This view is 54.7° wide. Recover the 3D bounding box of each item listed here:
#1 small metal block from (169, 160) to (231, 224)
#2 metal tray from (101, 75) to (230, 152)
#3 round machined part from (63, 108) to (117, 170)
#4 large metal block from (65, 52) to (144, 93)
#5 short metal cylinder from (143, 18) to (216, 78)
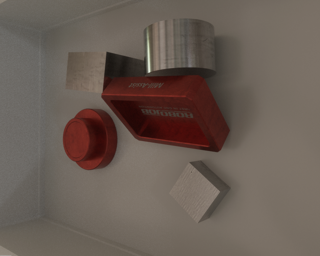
[{"bbox_3d":[0.046,0.074,0.367,0.050,0.025,0.050,43,116,31],"label":"small metal block"},{"bbox_3d":[0.005,-0.017,0.360,0.130,0.090,0.030,6,54,39],"label":"metal tray"},{"bbox_3d":[-0.116,0.018,0.489,0.098,0.042,0.097,0,90,39],"label":"round machined part"},{"bbox_3d":[-0.070,-0.072,0.426,0.080,0.081,0.050,11,97,40],"label":"large metal block"},{"bbox_3d":[0.022,-0.085,0.351,0.080,0.081,0.050,-3,88,39],"label":"short metal cylinder"}]
